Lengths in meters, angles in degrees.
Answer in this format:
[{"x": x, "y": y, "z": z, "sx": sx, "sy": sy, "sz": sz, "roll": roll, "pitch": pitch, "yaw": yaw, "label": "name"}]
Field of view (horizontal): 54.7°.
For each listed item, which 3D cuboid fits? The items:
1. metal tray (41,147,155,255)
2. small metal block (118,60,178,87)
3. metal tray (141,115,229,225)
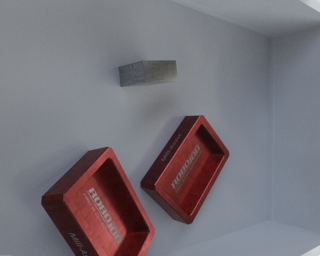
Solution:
[{"x": -0.058, "y": 0.097, "z": 0.334, "sx": 0.129, "sy": 0.030, "sz": 0.090, "roll": 66, "pitch": 30, "yaw": -19, "label": "metal tray"}, {"x": -0.015, "y": -0.066, "z": 0.380, "sx": 0.050, "sy": 0.050, "sz": 0.025, "roll": -11, "pitch": 97, "yaw": -40, "label": "small metal block"}, {"x": 0.041, "y": 0.056, "z": 0.439, "sx": 0.090, "sy": 0.030, "sz": 0.130, "roll": 51, "pitch": 60, "yaw": -28, "label": "metal tray"}]
